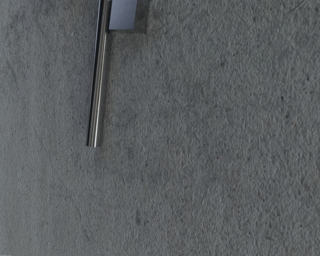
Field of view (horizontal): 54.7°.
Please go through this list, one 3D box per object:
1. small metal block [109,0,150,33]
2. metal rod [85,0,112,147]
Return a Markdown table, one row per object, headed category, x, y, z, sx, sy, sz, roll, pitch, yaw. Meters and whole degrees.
| category | x | y | z | sx | sy | sz | roll | pitch | yaw |
| --- | --- | --- | --- | --- | --- | --- | --- | --- | --- |
| small metal block | -0.043 | -0.162 | 0.438 | 0.050 | 0.025 | 0.050 | 14 | 99 | 39 |
| metal rod | -0.088 | -0.120 | 0.475 | 0.025 | 0.025 | 0.298 | 10 | 97 | 39 |
